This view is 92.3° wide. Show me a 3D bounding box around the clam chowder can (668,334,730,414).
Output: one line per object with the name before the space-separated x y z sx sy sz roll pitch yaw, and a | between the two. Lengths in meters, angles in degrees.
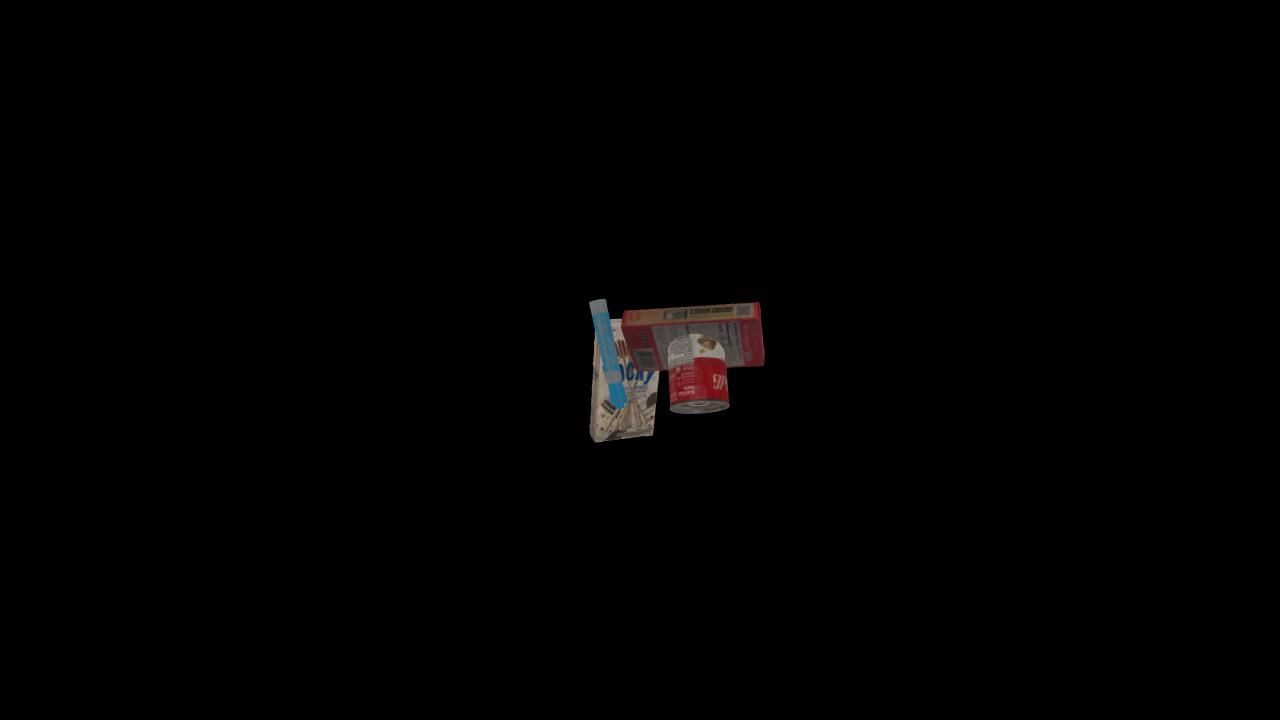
clam chowder can | 0.065 0.005 0.702 0.068 0.102 0.068 -3 -16 -1

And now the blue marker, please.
blue marker | -0.034 -0.006 0.670 0.020 0.121 0.020 -12 -2 0

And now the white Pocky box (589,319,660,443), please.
white Pocky box | -0.018 0.025 0.761 0.084 0.154 0.028 -4 22 -23

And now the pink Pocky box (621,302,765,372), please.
pink Pocky box | 0.062 -0.024 0.705 0.155 0.029 0.084 -3 -39 14
